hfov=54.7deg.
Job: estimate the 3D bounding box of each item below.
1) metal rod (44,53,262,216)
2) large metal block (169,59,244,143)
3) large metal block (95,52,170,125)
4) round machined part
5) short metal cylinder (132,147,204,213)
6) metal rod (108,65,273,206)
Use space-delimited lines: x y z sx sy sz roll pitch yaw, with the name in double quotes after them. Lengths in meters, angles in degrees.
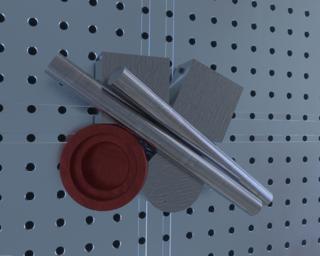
0.007 0.019 0.357 0.301 0.025 0.025 36 78 -18 "metal rod"
0.052 -0.034 0.414 0.080 0.050 0.080 26 82 -18 "large metal block"
-0.035 -0.044 0.379 0.081 0.050 0.079 1 90 -20 "large metal block"
-0.062 0.045 0.365 0.099 0.042 0.097 0 87 3 "round machined part"
0.009 0.062 0.398 0.081 0.050 0.079 0 90 -20 "short metal cylinder"
0.057 0.026 0.390 0.301 0.025 0.025 38 78 -31 "metal rod"
